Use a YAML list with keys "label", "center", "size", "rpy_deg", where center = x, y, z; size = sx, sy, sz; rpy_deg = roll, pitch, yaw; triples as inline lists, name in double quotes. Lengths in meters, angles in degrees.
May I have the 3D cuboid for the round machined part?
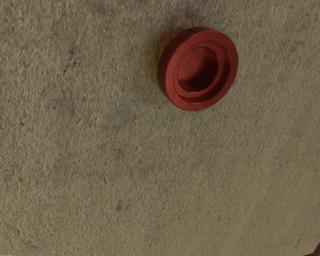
- label: "round machined part"
  center: [0.041, -0.073, 0.373]
  size: [0.099, 0.042, 0.097]
  rpy_deg: [-14, 124, -21]
